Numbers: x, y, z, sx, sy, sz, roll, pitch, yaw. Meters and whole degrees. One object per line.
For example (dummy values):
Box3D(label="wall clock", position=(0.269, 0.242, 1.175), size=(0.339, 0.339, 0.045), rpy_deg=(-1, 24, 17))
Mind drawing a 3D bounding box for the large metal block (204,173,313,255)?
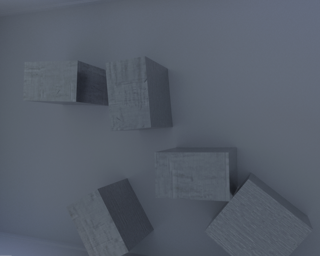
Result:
Box3D(label="large metal block", position=(0.112, 0.111, 0.358), size=(0.080, 0.050, 0.080), rpy_deg=(39, 102, 15))

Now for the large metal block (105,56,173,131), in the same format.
Box3D(label="large metal block", position=(-0.023, -0.038, 0.389), size=(0.050, 0.080, 0.080), rpy_deg=(-5, 88, 20))

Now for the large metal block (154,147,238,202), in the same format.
Box3D(label="large metal block", position=(0.046, 0.050, 0.365), size=(0.080, 0.080, 0.050), rpy_deg=(-1, 90, 19))

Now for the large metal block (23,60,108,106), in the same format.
Box3D(label="large metal block", position=(-0.124, -0.059, 0.424), size=(0.080, 0.080, 0.050), rpy_deg=(3, 91, 19))

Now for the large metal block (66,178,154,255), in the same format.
Box3D(label="large metal block", position=(-0.061, 0.118, 0.402), size=(0.050, 0.080, 0.080), rpy_deg=(-32, 80, 17))
